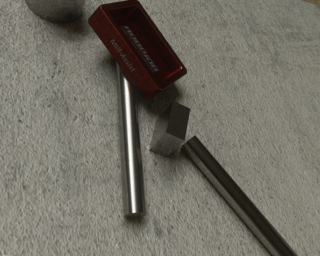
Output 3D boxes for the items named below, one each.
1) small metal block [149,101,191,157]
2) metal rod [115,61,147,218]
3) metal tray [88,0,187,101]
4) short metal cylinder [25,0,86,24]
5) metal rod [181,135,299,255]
[{"bbox_3d":[0.012,0.002,0.395,0.025,0.050,0.050,24,53,-14],"label":"small metal block"},{"bbox_3d":[-0.043,-0.037,0.404,0.025,0.025,0.299,7,58,-25],"label":"metal rod"},{"bbox_3d":[-0.026,-0.110,0.426,0.130,0.030,0.090,54,38,-5],"label":"metal tray"},{"bbox_3d":[-0.143,-0.193,0.430,0.081,0.050,0.080,14,56,-21],"label":"short metal cylinder"},{"bbox_3d":[0.134,0.131,0.397,0.025,0.025,0.300,-35,81,-38],"label":"metal rod"}]
